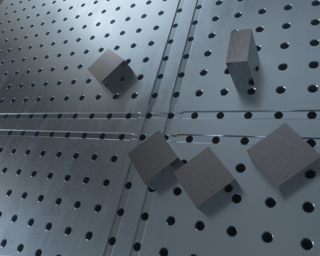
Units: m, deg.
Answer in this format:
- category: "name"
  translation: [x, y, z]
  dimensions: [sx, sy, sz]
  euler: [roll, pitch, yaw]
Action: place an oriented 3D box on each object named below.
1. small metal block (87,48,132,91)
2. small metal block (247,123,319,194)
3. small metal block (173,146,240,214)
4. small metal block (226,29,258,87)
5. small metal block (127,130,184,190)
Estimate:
- category: "small metal block"
  translation: [-0.083, -0.097, 0.509]
  dimensions: [0.050, 0.025, 0.050]
  euler: [-45, 51, -4]
- category: "small metal block"
  translation: [0.128, 0.031, 0.322]
  dimensions: [0.050, 0.025, 0.050]
  euler: [-37, 51, 3]
- category: "small metal block"
  translation: [0.052, 0.058, 0.345]
  dimensions: [0.050, 0.025, 0.050]
  euler: [-37, 51, 2]
- category: "small metal block"
  translation: [0.105, -0.087, 0.390]
  dimensions: [0.025, 0.050, 0.050]
  euler: [0, 62, 28]
- category: "small metal block"
  translation: [-0.005, 0.040, 0.385]
  dimensions: [0.050, 0.025, 0.050]
  euler: [-37, 51, 2]
